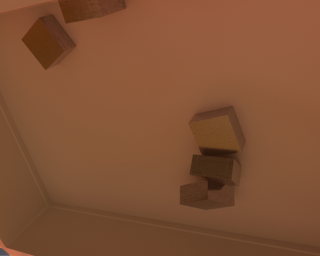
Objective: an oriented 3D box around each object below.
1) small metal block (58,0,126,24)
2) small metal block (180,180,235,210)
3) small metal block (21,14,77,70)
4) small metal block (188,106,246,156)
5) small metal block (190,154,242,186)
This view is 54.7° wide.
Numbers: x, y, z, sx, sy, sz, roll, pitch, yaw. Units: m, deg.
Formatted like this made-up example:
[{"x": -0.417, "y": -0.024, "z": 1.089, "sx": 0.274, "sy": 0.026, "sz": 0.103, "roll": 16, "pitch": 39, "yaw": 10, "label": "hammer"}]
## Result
[{"x": -0.074, "y": -0.138, "z": 0.345, "sx": 0.050, "sy": 0.050, "sz": 0.025, "roll": 1, "pitch": 119, "yaw": 27, "label": "small metal block"}, {"x": 0.062, "y": 0.090, "z": 0.410, "sx": 0.050, "sy": 0.025, "sz": 0.050, "roll": 21, "pitch": 150, "yaw": -34, "label": "small metal block"}, {"x": -0.149, "y": -0.114, "z": 0.414, "sx": 0.050, "sy": 0.025, "sz": 0.050, "roll": -28, "pitch": 103, "yaw": 37, "label": "small metal block"}, {"x": 0.070, "y": 0.005, "z": 0.375, "sx": 0.050, "sy": 0.025, "sz": 0.050, "roll": -12, "pitch": 112, "yaw": 33, "label": "small metal block"}, {"x": 0.071, "y": 0.053, "z": 0.386, "sx": 0.050, "sy": 0.025, "sz": 0.050, "roll": 4, "pitch": 164, "yaw": 26, "label": "small metal block"}]
